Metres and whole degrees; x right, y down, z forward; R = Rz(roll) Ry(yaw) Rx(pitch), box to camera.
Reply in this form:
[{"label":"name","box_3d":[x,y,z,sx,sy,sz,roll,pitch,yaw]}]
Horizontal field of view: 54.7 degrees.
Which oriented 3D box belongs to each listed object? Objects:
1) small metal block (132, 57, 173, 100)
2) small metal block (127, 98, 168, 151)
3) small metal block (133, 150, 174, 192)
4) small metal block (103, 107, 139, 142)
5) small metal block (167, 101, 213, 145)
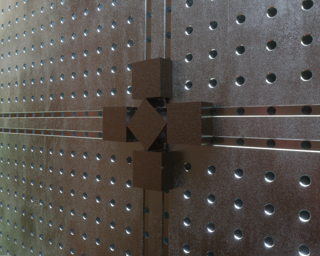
[{"label":"small metal block","box_3d":[-0.011,-0.064,0.416,0.050,0.025,0.050,-1,90,39]},{"label":"small metal block","box_3d":[-0.011,-0.005,0.416,0.050,0.025,0.050,50,119,28]},{"label":"small metal block","box_3d":[-0.009,0.055,0.415,0.050,0.025,0.050,1,90,39]},{"label":"small metal block","box_3d":[-0.058,-0.006,0.454,0.050,0.025,0.050,2,91,39]},{"label":"small metal block","box_3d":[0.036,-0.005,0.378,0.050,0.025,0.050,0,90,39]}]
